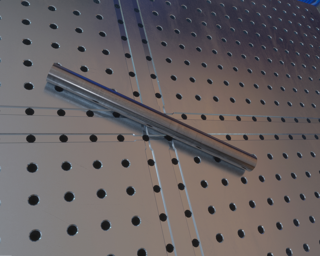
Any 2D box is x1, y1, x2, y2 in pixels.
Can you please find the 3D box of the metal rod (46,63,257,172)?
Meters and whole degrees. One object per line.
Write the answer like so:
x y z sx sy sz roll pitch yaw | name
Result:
0.000 -0.008 0.415 0.302 0.025 0.025 24 53 -14 | metal rod
